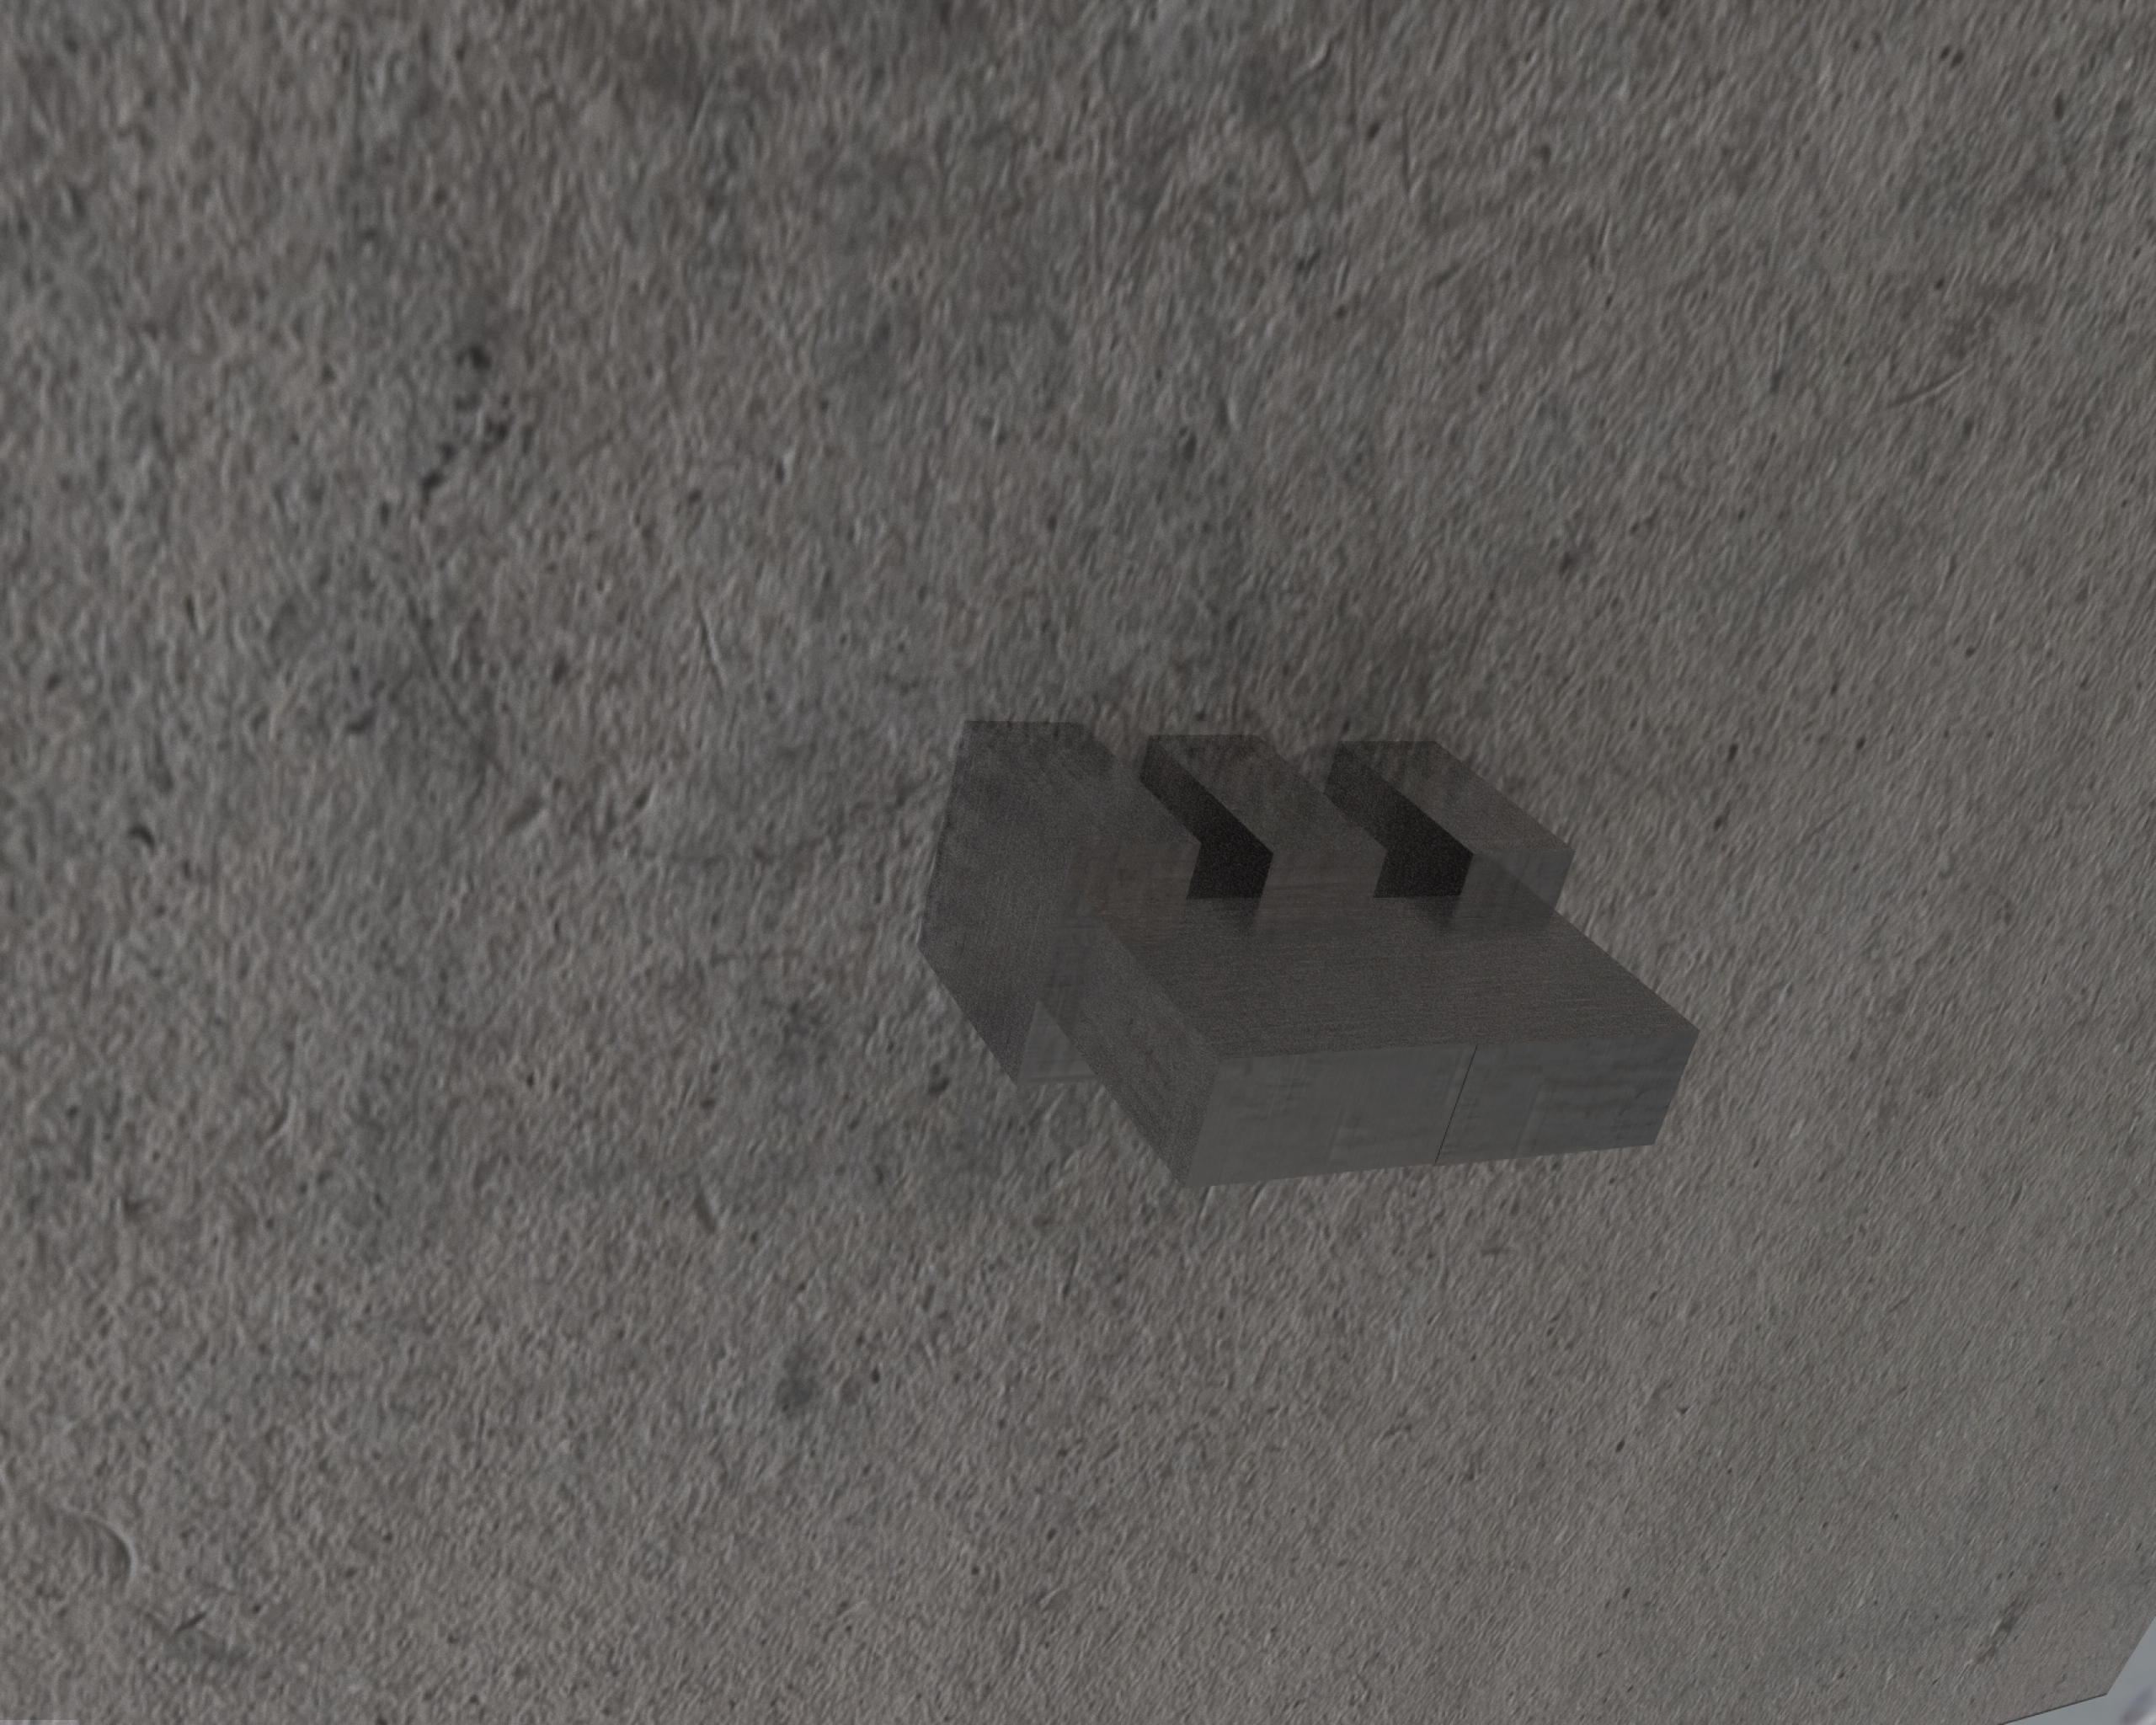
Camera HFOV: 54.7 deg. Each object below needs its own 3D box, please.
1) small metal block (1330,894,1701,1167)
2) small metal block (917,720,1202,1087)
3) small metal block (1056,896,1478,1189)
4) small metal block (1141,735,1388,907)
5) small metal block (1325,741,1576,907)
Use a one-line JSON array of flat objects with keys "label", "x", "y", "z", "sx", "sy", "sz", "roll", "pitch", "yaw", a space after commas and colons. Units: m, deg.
[{"label": "small metal block", "x": 0.076, "y": 0.029, "z": 0.385, "sx": 0.050, "sy": 0.050, "sz": 0.025, "roll": -1, "pitch": 119, "yaw": -28}, {"label": "small metal block", "x": -0.005, "y": 0.007, "z": 0.392, "sx": 0.025, "sy": 0.050, "sz": 0.050, "roll": -1, "pitch": 119, "yaw": -28}, {"label": "small metal block", "x": 0.031, "y": 0.029, "z": 0.361, "sx": 0.050, "sy": 0.050, "sz": 0.025, "roll": -1, "pitch": 119, "yaw": -28}, {"label": "small metal block", "x": 0.031, "y": 0.008, "z": 0.412, "sx": 0.025, "sy": 0.050, "sz": 0.050, "roll": -1, "pitch": 119, "yaw": -28}, {"label": "small metal block", "x": 0.071, "y": 0.008, "z": 0.434, "sx": 0.025, "sy": 0.050, "sz": 0.050, "roll": -1, "pitch": 119, "yaw": -28}]
